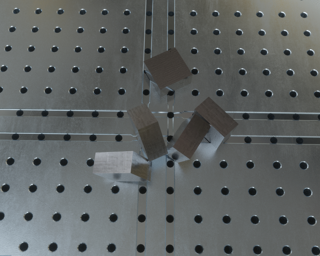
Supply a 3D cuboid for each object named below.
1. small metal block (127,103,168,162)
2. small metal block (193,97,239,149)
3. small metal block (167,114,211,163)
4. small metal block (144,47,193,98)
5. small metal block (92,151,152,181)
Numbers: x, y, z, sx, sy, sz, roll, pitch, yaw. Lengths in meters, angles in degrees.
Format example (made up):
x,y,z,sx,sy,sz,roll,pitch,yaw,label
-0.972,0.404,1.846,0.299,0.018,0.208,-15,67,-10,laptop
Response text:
x,y,z,sx,sy,sz,roll,pitch,yaw,label
-0.016,0.005,0.386,0.025,0.050,0.050,-23,35,-8,small metal block
0.069,-0.006,0.401,0.025,0.050,0.050,-41,75,-14,small metal block
0.033,0.014,0.391,0.025,0.050,0.050,36,73,-5,small metal block
0.011,-0.079,0.441,0.050,0.025,0.050,-26,72,-9,small metal block
-0.044,0.047,0.373,0.050,0.050,0.025,-4,69,24,small metal block
